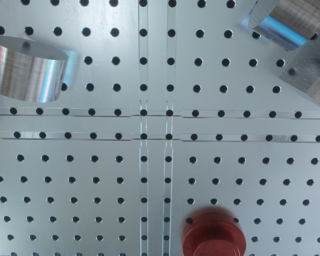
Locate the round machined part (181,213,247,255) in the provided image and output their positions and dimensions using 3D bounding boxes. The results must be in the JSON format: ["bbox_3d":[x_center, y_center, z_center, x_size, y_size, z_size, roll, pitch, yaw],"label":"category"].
[{"bbox_3d":[0.083,0.183,0.472,0.099,0.042,0.097,0,110,0],"label":"round machined part"}]

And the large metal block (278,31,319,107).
[{"bbox_3d":[0.197,-0.069,0.360,0.050,0.080,0.080,33,107,-11],"label":"large metal block"}]

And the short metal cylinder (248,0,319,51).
[{"bbox_3d":[0.142,-0.132,0.337,0.050,0.080,0.080,28,108,-10],"label":"short metal cylinder"}]

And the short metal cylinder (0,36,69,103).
[{"bbox_3d":[-0.152,-0.069,0.357,0.080,0.080,0.050,18,109,-7],"label":"short metal cylinder"}]
